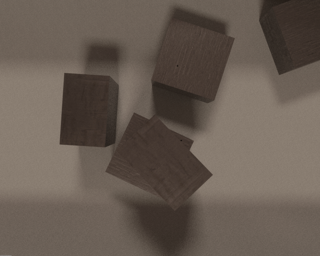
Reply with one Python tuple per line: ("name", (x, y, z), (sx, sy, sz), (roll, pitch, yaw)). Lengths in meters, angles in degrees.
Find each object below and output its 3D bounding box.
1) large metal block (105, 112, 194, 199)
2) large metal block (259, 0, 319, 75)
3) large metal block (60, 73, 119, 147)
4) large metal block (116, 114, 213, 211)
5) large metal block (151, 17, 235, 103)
("large metal block", (-0.013, 0.034, 0.399), (0.080, 0.050, 0.080), (26, 90, -1))
("large metal block", (0.188, -0.124, 0.401), (0.080, 0.050, 0.080), (-20, 90, -1))
("large metal block", (-0.084, -0.020, 0.383), (0.050, 0.080, 0.079), (4, 90, 0))
("large metal block", (0.004, 0.033, 0.334), (0.050, 0.080, 0.080), (-44, 91, 0))
("large metal block", (0.040, -0.084, 0.399), (0.080, 0.050, 0.080), (18, 90, -1))
